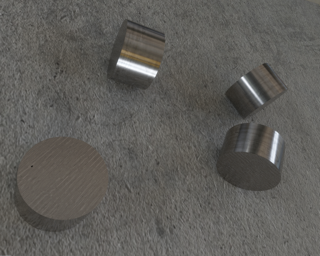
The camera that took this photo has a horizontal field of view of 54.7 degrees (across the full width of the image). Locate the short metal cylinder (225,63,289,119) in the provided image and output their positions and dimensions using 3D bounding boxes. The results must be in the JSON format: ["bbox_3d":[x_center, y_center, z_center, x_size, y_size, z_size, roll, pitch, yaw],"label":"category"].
[{"bbox_3d":[0.150,-0.056,0.483,0.081,0.080,0.050,-25,76,-37],"label":"short metal cylinder"}]

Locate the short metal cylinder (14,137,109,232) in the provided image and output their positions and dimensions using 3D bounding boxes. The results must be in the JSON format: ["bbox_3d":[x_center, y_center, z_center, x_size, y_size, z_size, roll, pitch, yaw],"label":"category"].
[{"bbox_3d":[-0.097,0.055,0.302,0.081,0.050,0.080,14,56,-21],"label":"short metal cylinder"}]

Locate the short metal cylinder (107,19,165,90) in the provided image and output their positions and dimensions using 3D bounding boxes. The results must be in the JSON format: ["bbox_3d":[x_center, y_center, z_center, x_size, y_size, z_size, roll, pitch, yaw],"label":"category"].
[{"bbox_3d":[-0.033,-0.096,0.409,0.050,0.080,0.080,15,56,-20],"label":"short metal cylinder"}]

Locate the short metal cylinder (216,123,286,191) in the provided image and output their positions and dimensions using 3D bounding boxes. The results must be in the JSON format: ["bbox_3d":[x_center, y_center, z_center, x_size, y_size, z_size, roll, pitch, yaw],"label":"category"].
[{"bbox_3d":[0.120,0.039,0.409,0.080,0.080,0.050,33,52,-7],"label":"short metal cylinder"}]
